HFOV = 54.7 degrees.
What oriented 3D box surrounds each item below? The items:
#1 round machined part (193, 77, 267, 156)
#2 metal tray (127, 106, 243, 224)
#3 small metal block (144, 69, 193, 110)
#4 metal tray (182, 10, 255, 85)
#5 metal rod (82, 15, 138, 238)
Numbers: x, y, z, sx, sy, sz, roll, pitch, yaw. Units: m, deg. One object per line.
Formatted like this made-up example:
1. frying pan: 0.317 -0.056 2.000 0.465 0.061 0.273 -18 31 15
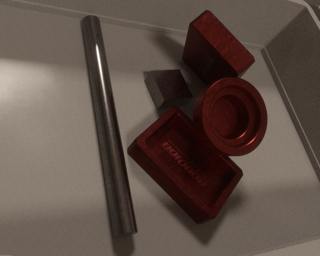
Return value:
1. round machined part: 0.085 -0.013 0.396 0.099 0.042 0.097 2 85 -23
2. metal tray: 0.035 0.044 0.395 0.130 0.030 0.090 45 51 3
3. small metal block: 0.012 -0.056 0.448 0.050 0.025 0.050 -10 67 -33
4. metal tray: 0.077 -0.099 0.445 0.030 0.130 0.090 -41 84 -5
5. metal rod: -0.067 -0.021 0.383 0.025 0.025 0.299 1 61 -28
